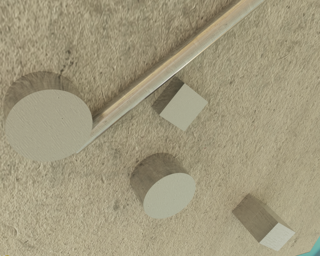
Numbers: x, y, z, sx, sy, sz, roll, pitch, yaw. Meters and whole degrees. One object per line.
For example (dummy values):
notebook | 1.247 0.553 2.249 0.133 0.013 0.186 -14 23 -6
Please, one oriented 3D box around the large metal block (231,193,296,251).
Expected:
large metal block | 0.198 0.181 0.595 0.080 0.080 0.050 34 99 -39

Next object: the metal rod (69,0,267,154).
metal rod | 0.013 -0.075 0.368 0.300 0.025 0.025 -39 130 -2

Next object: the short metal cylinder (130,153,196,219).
short metal cylinder | 0.004 0.083 0.446 0.081 0.050 0.079 -14 125 -21

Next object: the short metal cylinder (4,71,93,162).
short metal cylinder | -0.116 -0.012 0.320 0.081 0.050 0.079 -14 125 -21

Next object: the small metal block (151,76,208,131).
small metal block | 0.026 -0.031 0.404 0.050 0.025 0.050 32 100 -39
